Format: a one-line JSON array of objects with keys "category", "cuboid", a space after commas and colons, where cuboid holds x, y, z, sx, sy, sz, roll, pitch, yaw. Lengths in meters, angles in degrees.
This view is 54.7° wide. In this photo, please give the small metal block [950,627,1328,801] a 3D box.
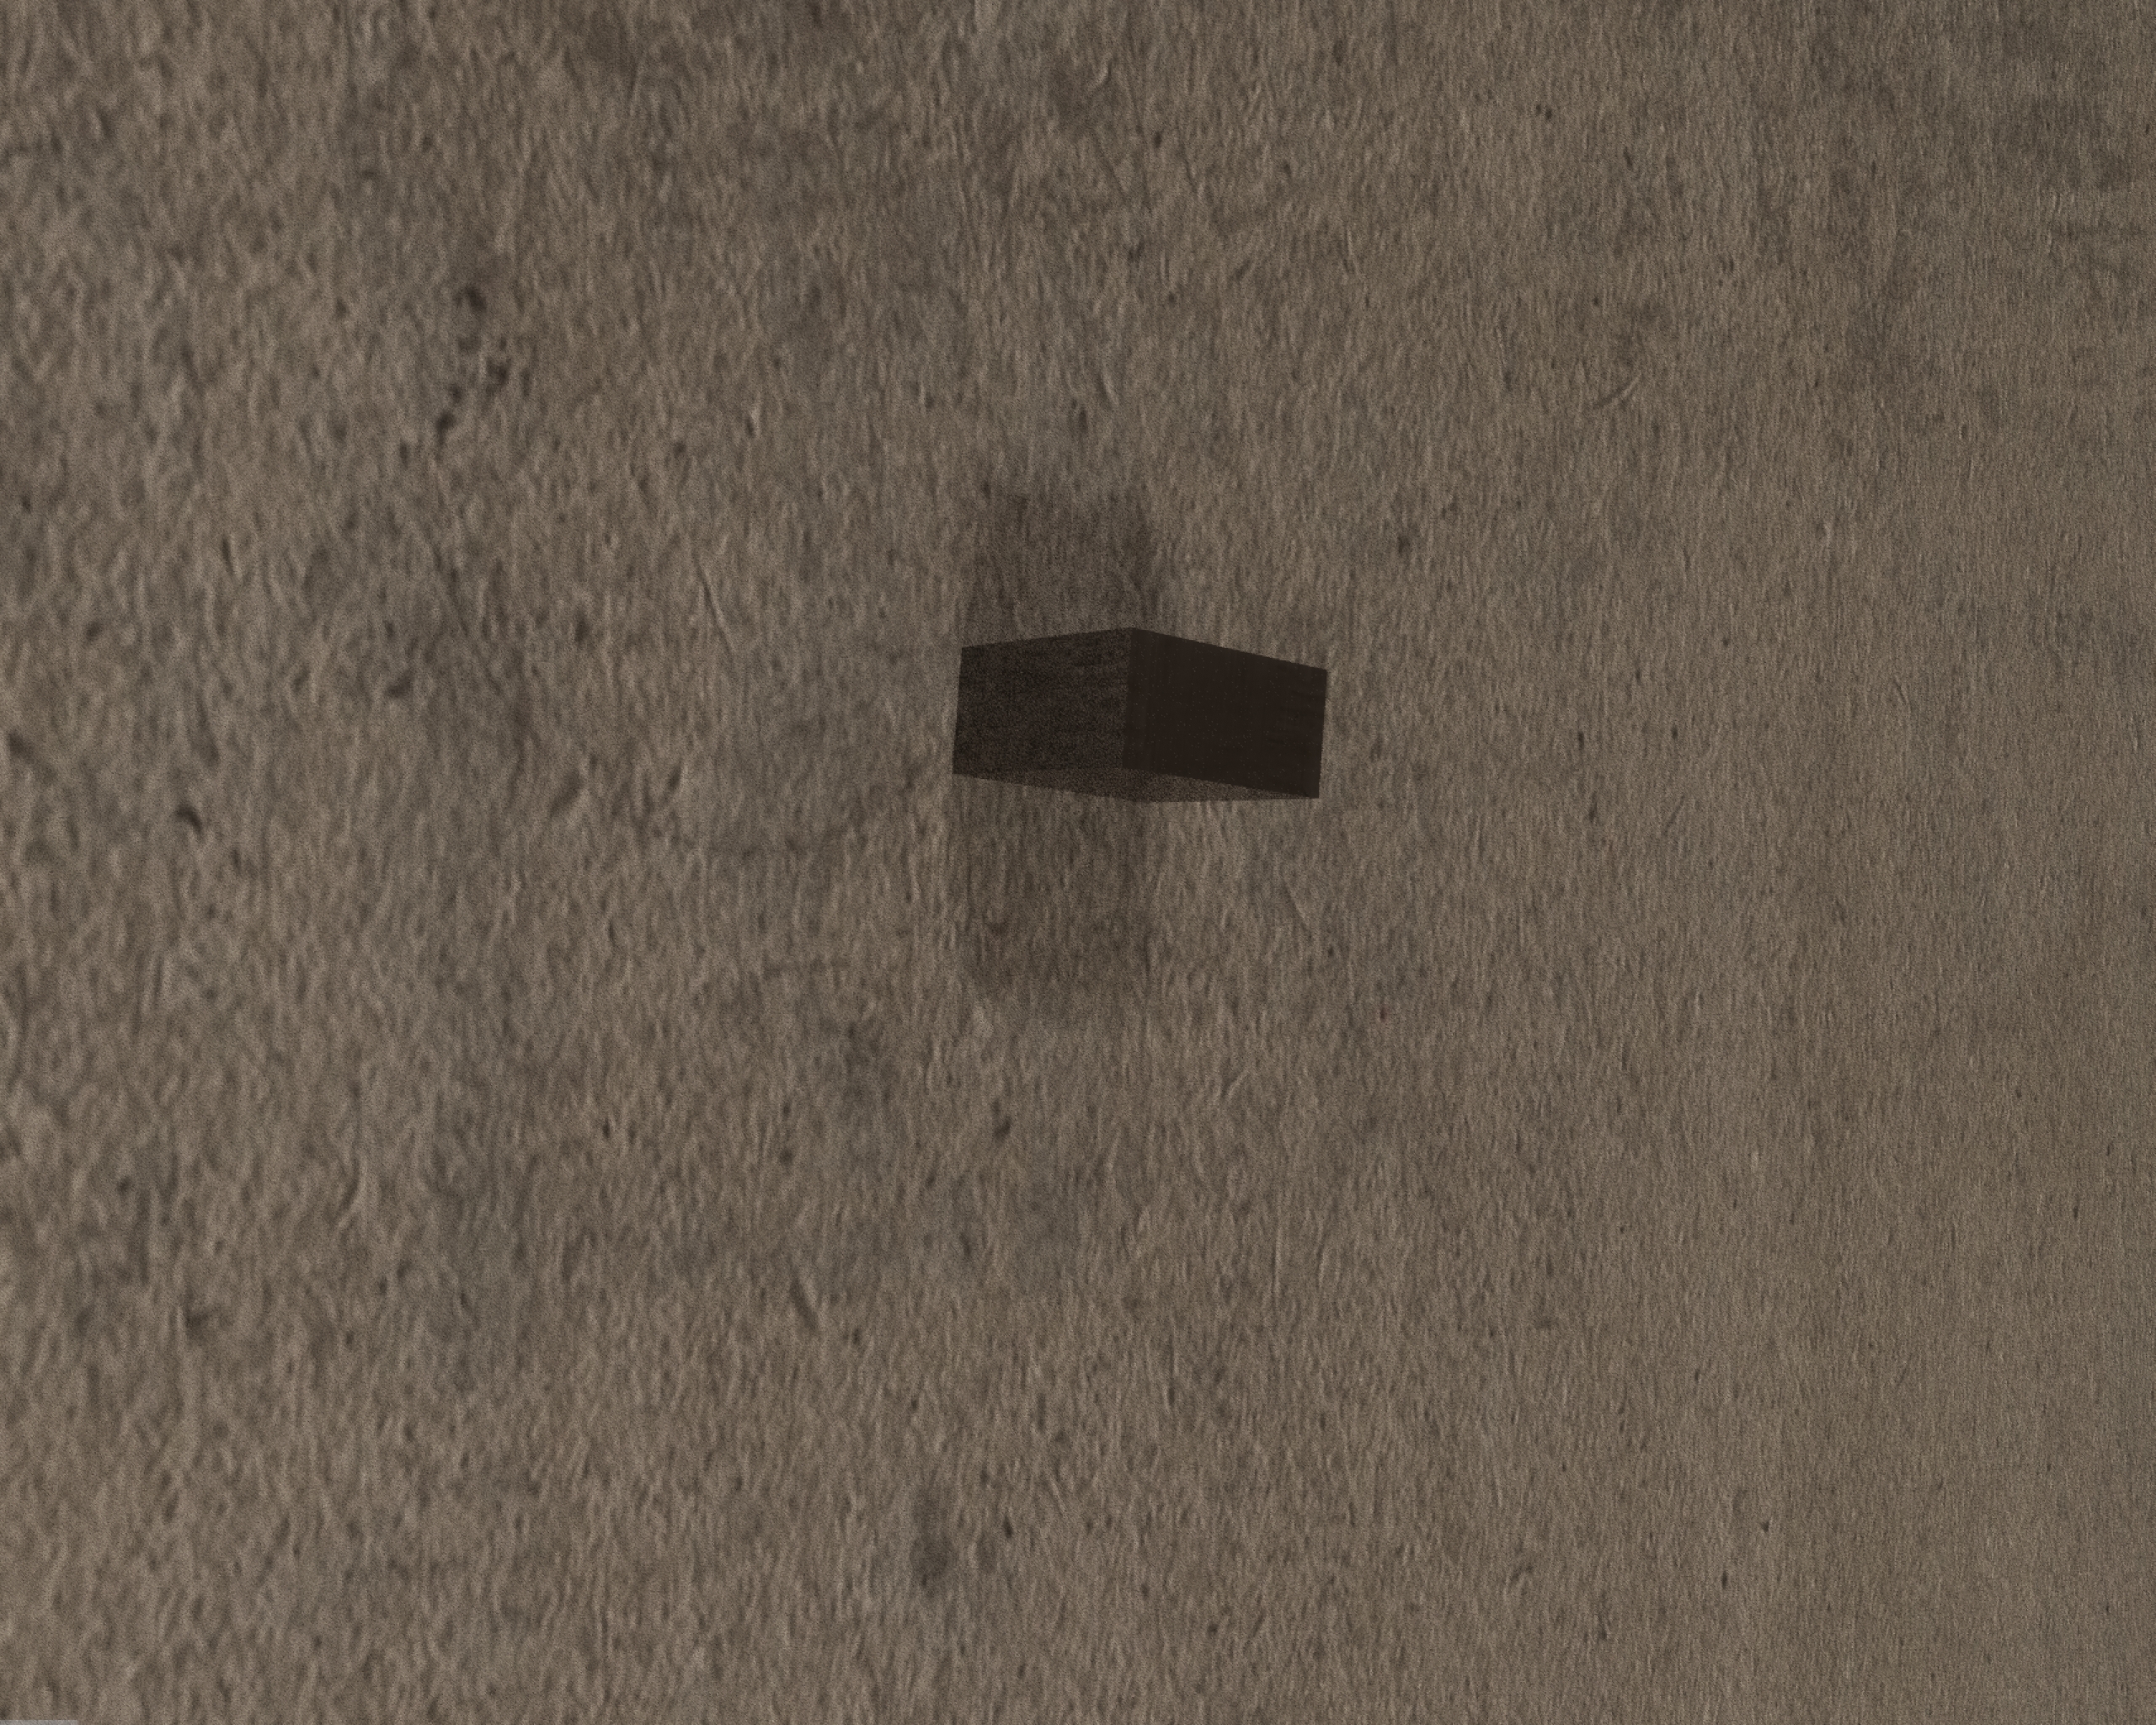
[{"category": "small metal block", "cuboid": [0.012, -0.027, 0.401, 0.050, 0.050, 0.025, 7, 86, -40]}]
